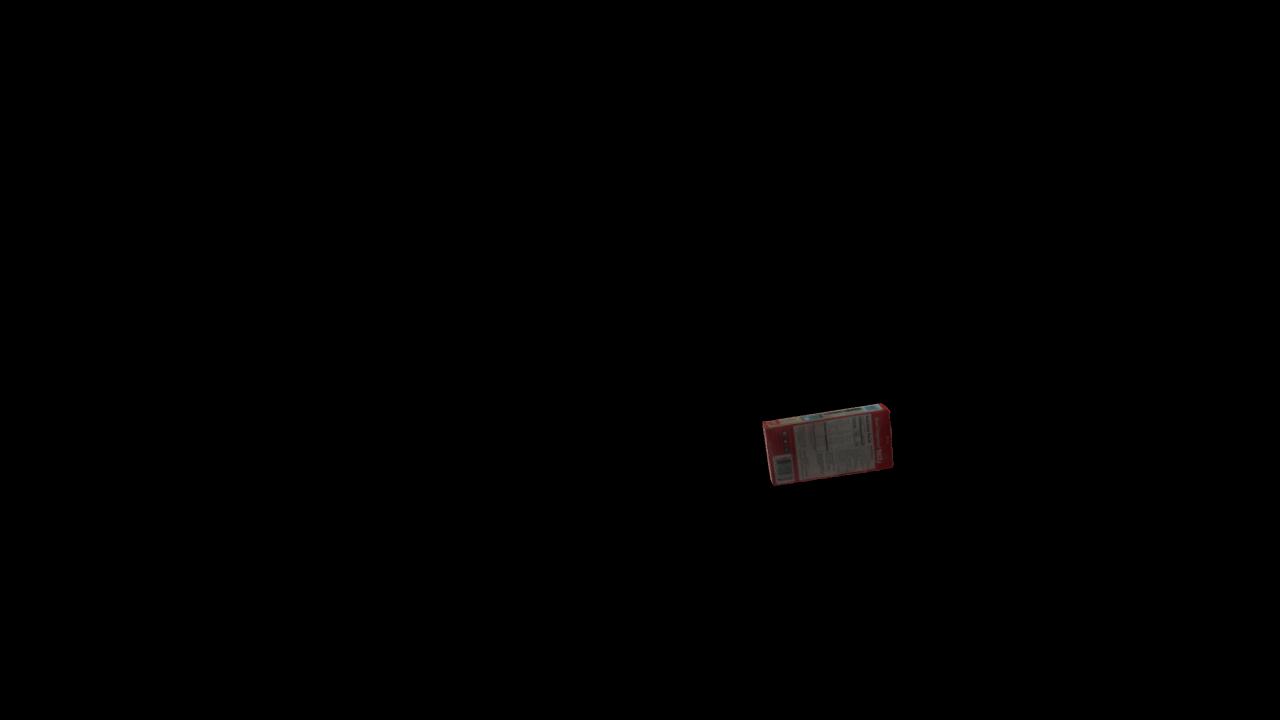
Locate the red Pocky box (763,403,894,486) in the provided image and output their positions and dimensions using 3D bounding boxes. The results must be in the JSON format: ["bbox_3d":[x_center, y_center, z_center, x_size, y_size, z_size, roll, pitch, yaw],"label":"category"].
[{"bbox_3d":[0.237,0.107,0.780,0.155,0.083,0.028,-9,15,3],"label":"red Pocky box"}]
